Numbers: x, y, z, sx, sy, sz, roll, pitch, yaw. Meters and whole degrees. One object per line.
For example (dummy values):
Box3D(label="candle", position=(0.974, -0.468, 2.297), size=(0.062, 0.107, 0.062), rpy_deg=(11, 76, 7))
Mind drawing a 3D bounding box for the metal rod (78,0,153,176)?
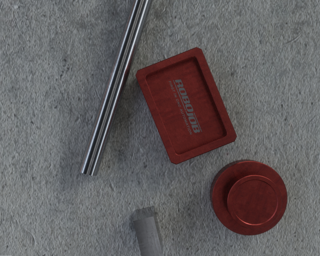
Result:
Box3D(label="metal rod", position=(-0.050, -0.083, 0.409), size=(0.025, 0.025, 0.298), rpy_deg=(18, 90, 0))

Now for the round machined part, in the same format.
Box3D(label="round machined part", position=(0.117, 0.092, 0.403), size=(0.099, 0.042, 0.097), rpy_deg=(0, 90, 0))

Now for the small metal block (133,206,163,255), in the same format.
Box3D(label="small metal block", position=(-0.014, 0.133, 0.398), size=(0.025, 0.050, 0.050), rpy_deg=(-13, 90, 0))

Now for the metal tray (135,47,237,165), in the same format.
Box3D(label="metal tray", position=(0.033, -0.028, 0.407), size=(0.090, 0.030, 0.129), rpy_deg=(-22, 90, 0))
